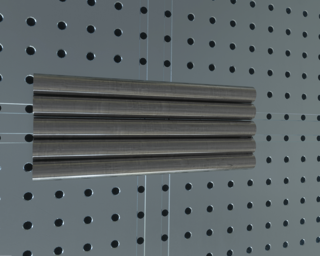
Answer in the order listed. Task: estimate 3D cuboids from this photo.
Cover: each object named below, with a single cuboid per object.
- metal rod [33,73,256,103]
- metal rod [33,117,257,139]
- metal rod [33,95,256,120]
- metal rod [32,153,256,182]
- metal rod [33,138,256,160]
[{"bbox_3d":[-0.005,-0.050,0.412,0.303,0.025,0.025,0,90,-21],"label":"metal rod"},{"bbox_3d":[-0.005,0.001,0.412,0.303,0.025,0.025,0,90,-21],"label":"metal rod"},{"bbox_3d":[-0.005,-0.025,0.412,0.303,0.025,0.025,0,90,-21],"label":"metal rod"},{"bbox_3d":[-0.006,0.050,0.411,0.303,0.025,0.025,0,90,-21],"label":"metal rod"},{"bbox_3d":[-0.005,0.026,0.411,0.303,0.025,0.025,0,90,-21],"label":"metal rod"}]
